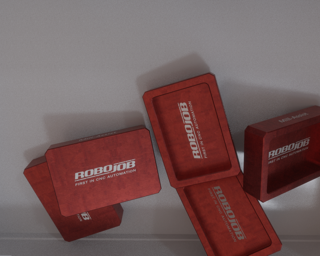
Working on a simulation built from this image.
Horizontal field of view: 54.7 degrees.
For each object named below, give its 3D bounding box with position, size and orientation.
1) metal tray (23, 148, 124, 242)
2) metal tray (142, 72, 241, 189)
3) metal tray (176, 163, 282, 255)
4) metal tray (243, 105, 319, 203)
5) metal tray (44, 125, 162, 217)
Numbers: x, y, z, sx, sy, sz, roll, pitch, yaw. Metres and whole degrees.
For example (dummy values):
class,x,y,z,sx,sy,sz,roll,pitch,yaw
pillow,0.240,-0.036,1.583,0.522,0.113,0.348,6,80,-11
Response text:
class,x,y,z,sx,sy,sz,roll,pitch,yaw
metal tray,-0.119,0.093,0.442,0.090,0.030,0.129,-20,109,7
metal tray,0.041,0.004,0.391,0.090,0.030,0.129,-15,99,13
metal tray,0.089,0.114,0.414,0.090,0.030,0.130,-29,73,10
metal tray,0.164,0.029,0.388,0.131,0.030,0.089,-15,113,-26
metal tray,-0.071,0.054,0.404,0.131,0.030,0.089,-13,100,-10
